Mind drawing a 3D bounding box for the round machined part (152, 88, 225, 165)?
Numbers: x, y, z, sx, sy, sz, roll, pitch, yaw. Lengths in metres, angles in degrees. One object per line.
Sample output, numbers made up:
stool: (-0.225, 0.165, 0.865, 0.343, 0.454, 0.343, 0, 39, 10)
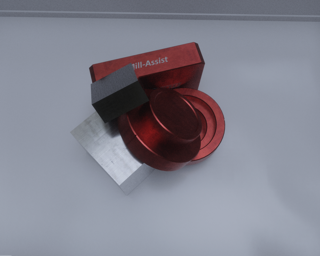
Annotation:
round machined part: (0.031, 0.001, 0.400, 0.099, 0.042, 0.098, 0, 70, -1)

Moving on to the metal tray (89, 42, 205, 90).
metal tray: (-0.015, -0.059, 0.394, 0.131, 0.090, 0.030, -14, 72, -6)

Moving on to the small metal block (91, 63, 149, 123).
small metal block: (-0.043, -0.038, 0.323, 0.050, 0.025, 0.050, -27, 33, 3)

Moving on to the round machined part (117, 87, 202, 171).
round machined part: (0.007, -0.005, 0.340, 0.099, 0.042, 0.098, 24, 43, -24)

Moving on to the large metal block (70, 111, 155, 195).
large metal block: (-0.051, 0.029, 0.368, 0.050, 0.080, 0.080, -42, 76, -14)
